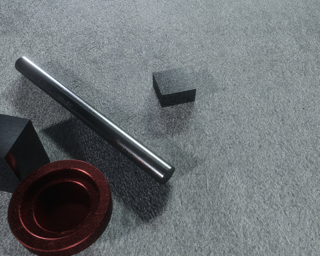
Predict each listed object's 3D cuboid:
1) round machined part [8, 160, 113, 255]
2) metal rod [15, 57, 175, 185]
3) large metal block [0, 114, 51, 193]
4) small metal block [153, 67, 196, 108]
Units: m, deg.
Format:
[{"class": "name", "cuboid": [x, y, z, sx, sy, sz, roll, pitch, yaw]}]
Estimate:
[{"class": "round machined part", "cuboid": [-0.098, 0.084, 0.320, 0.099, 0.042, 0.098, 0, 50, 0]}, {"class": "metal rod", "cuboid": [-0.103, -0.022, 0.420, 0.300, 0.025, 0.025, 35, 58, 25]}, {"class": "large metal block", "cuboid": [-0.180, 0.028, 0.342, 0.080, 0.080, 0.050, 10, 51, 8]}, {"class": "small metal block", "cuboid": [0.020, -0.060, 0.454, 0.050, 0.025, 0.050, -12, 51, -10]}]
